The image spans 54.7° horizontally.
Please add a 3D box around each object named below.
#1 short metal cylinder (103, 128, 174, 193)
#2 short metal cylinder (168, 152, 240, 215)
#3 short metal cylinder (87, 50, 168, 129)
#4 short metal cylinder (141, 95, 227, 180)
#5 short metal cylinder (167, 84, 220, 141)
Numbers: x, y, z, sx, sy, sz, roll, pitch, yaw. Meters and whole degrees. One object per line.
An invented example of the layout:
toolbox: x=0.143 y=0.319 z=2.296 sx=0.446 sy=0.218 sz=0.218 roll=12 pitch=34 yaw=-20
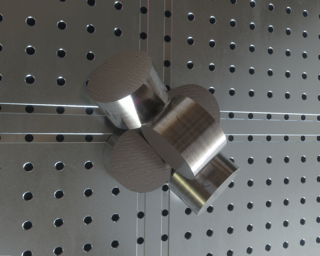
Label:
short metal cylinder: x=-0.027 y=0.037 z=0.390 sx=0.081 sy=0.050 sz=0.079 roll=0 pitch=90 yaw=-21
short metal cylinder: x=0.057 y=0.065 z=0.398 sx=0.080 sy=0.080 sz=0.050 roll=-42 pitch=68 yaw=-15
short metal cylinder: x=-0.037 y=-0.045 z=0.363 sx=0.080 sy=0.080 sz=0.050 roll=-48 pitch=139 yaw=-14
short metal cylinder: x=0.025 y=0.010 z=0.339 sx=0.050 sy=0.080 sz=0.080 roll=-43 pitch=104 yaw=-15
short metal cylinder: x=0.032 y=-0.016 z=0.411 sx=0.081 sy=0.050 sz=0.079 roll=0 pitch=90 yaw=-21
